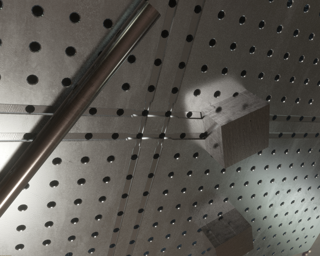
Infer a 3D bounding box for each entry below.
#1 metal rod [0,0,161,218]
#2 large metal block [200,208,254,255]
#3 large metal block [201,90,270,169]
[{"bbox_3d":[-0.104,-0.014,0.346,0.025,0.025,0.299,34,99,-39],"label":"metal rod"},{"bbox_3d":[0.132,0.216,0.604,0.080,0.050,0.080,-26,128,-13],"label":"large metal block"},{"bbox_3d":[0.113,0.001,0.460,0.081,0.050,0.080,-24,127,-14],"label":"large metal block"}]
